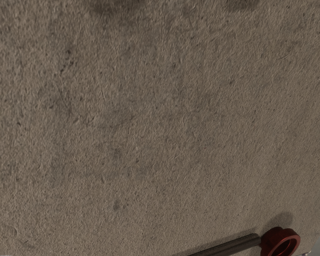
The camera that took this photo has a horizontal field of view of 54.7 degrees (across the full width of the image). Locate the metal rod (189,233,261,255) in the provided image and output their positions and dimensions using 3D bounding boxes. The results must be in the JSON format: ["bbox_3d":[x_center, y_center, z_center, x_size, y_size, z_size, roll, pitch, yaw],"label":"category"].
[{"bbox_3d":[0.076,0.261,0.612,0.303,0.025,0.025,-8,122,-25],"label":"metal rod"}]

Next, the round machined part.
[{"bbox_3d":[0.270,0.267,0.713,0.099,0.042,0.097,-14,125,-21],"label":"round machined part"}]
